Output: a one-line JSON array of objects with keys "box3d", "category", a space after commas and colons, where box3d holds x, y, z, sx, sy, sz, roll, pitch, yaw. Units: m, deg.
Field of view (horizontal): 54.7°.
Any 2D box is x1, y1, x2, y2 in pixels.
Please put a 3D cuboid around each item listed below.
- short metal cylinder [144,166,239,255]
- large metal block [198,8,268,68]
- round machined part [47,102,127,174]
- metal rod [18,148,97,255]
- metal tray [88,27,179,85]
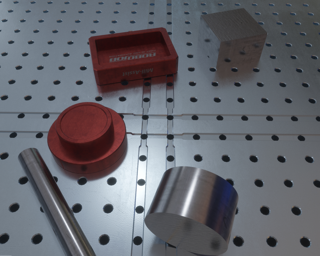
[{"box3d": [0.032, 0.082, 0.303, 0.080, 0.080, 0.050, 15, 52, 12], "category": "short metal cylinder"}, {"box3d": [0.118, -0.153, 0.520, 0.081, 0.050, 0.080, -14, 51, -11], "category": "large metal block"}, {"box3d": [-0.092, 0.005, 0.392, 0.099, 0.042, 0.098, 0, 50, 0], "category": "round machined part"}, {"box3d": [-0.074, 0.128, 0.299, 0.025, 0.025, 0.300, -28, 56, -22], "category": "metal rod"}, {"box3d": [-0.044, -0.119, 0.503, 0.131, 0.030, 0.090, -10, 51, -9], "category": "metal tray"}]
